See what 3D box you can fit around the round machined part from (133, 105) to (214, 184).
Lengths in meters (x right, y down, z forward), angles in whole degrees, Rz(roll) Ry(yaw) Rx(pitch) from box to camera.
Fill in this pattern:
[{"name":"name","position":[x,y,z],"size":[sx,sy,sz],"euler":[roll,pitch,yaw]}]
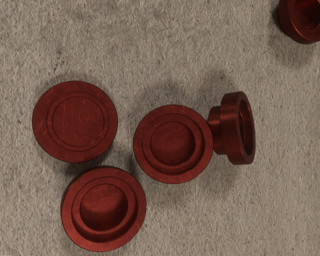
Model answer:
[{"name":"round machined part","position":[0.016,0.020,0.397],"size":[0.099,0.042,0.097],"euler":[0,91,-3]}]

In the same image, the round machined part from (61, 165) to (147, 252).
[{"name":"round machined part","position":[-0.069,0.094,0.375],"size":[0.099,0.042,0.097],"euler":[0,90,-21]}]

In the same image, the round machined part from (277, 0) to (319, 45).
[{"name":"round machined part","position":[0.224,-0.179,0.485],"size":[0.099,0.042,0.097],"euler":[0,90,-21]}]

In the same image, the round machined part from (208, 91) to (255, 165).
[{"name":"round machined part","position":[0.096,0.001,0.419],"size":[0.098,0.042,0.098],"euler":[23,64,-58]}]

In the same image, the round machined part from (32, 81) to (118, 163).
[{"name":"round machined part","position":[-0.097,-0.007,0.365],"size":[0.099,0.042,0.097],"euler":[0,90,-21]}]
